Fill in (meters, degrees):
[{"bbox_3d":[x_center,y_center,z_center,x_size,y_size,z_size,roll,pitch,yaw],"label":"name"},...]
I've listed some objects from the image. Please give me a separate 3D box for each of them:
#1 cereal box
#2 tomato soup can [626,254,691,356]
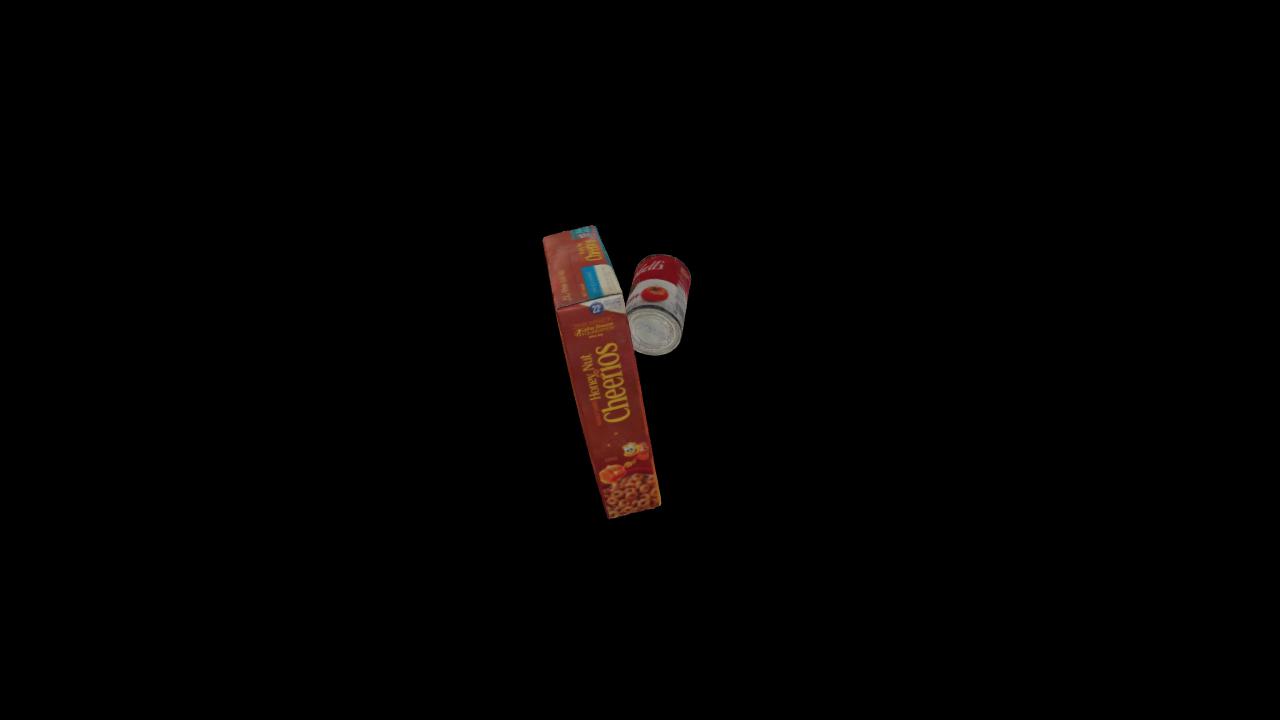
[{"bbox_3d":[-0.046,0.014,0.758,0.081,0.306,0.203,-13,32,-6],"label":"cereal box"},{"bbox_3d":[0.019,-0.061,0.678,0.068,0.068,0.101,0,43,12],"label":"tomato soup can"}]
